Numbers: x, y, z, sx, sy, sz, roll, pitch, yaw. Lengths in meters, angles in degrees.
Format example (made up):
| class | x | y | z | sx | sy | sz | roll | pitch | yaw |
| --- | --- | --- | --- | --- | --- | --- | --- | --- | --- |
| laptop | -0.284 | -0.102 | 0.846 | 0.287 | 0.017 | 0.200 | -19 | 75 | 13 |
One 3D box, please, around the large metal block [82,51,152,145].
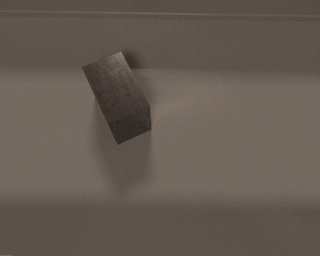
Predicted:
| class | x | y | z | sx | sy | sz | roll | pitch | yaw |
| --- | --- | --- | --- | --- | --- | --- | --- | --- | --- |
| large metal block | -0.052 | -0.034 | 0.392 | 0.050 | 0.080 | 0.080 | -25 | 72 | -9 |
